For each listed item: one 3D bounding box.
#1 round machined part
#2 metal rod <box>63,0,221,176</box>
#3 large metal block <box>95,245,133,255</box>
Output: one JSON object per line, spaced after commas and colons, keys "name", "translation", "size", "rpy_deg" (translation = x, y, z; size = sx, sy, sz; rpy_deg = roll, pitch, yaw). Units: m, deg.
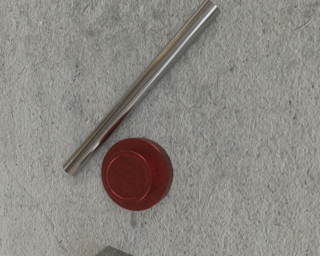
{"name": "round machined part", "translation": [-0.036, 0.062, 0.412], "size": [0.098, 0.042, 0.097], "rpy_deg": [0, 90, 19]}
{"name": "metal rod", "translation": [-0.033, -0.046, 0.419], "size": [0.025, 0.025, 0.299], "rpy_deg": [46, 104, 14]}
{"name": "large metal block", "translation": [-0.074, 0.215, 0.405], "size": [0.050, 0.080, 0.079], "rpy_deg": [15, 95, 19]}
